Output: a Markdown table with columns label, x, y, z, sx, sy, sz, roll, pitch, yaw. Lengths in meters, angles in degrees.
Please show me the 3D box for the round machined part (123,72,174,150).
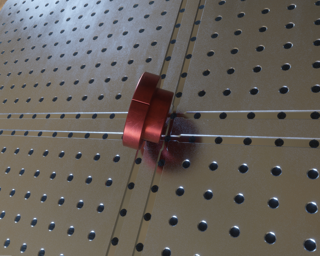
| label | x | y | z | sx | sy | sz | roll | pitch | yaw |
| --- | --- | --- | --- | --- | --- | --- | --- | --- | --- |
| round machined part | -0.012 | -0.018 | 0.392 | 0.042 | 0.098 | 0.098 | 17 | 67 | 2 |
